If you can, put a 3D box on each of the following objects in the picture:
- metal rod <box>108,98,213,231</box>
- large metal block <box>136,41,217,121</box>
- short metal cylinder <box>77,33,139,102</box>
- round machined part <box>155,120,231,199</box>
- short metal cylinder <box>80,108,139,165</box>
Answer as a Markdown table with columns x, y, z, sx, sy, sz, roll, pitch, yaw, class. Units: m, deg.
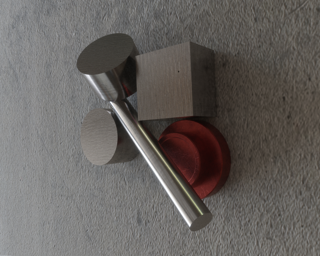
| x | y | z | sx | sy | sz | roll | pitch | yaw | class |
| --- | --- | --- | --- | --- | --- | --- | --- | --- | --- |
| -0.030 | 0.000 | 0.387 | 0.025 | 0.025 | 0.300 | -60 | 43 | 23 | metal rod |
| 0.019 | -0.051 | 0.372 | 0.080 | 0.050 | 0.080 | -4 | 88 | 40 | large metal block |
| -0.063 | -0.082 | 0.418 | 0.080 | 0.050 | 0.080 | -11 | 50 | 14 | short metal cylinder |
| 0.030 | 0.038 | 0.369 | 0.098 | 0.042 | 0.097 | 0 | 90 | 40 | round machined part |
| -0.070 | 0.012 | 0.449 | 0.080 | 0.050 | 0.080 | 0 | 90 | 40 | short metal cylinder |
